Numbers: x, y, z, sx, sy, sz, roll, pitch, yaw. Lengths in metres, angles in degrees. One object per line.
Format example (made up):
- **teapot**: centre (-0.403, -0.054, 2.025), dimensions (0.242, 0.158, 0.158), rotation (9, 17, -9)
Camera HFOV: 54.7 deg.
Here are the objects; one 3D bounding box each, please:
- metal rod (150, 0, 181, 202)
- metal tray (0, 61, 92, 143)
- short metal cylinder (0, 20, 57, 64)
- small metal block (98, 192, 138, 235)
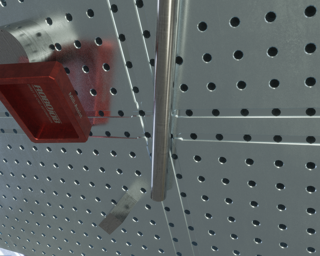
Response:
- **metal rod**: centre (0.003, -0.021, 0.394), dimensions (0.025, 0.025, 0.298), rotation (15, 125, 19)
- **metal tray**: centre (-0.159, -0.030, 0.428), dimensions (0.090, 0.030, 0.129), rotation (-1, 140, 10)
- **short metal cylinder**: centre (-0.193, -0.104, 0.430), dimensions (0.080, 0.050, 0.079), rotation (13, 124, 20)
- **small metal block**: centre (-0.070, 0.143, 0.519), dimensions (0.025, 0.050, 0.050), rotation (40, 129, 0)
